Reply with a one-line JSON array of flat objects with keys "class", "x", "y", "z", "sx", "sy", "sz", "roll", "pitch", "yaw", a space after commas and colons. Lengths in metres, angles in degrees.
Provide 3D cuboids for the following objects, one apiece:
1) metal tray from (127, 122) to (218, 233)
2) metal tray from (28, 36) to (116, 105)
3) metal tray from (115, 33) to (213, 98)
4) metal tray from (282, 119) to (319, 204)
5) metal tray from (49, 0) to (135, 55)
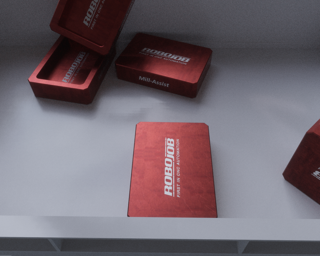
[{"class": "metal tray", "x": 0.014, "y": 0.051, "z": 0.359, "sx": 0.091, "sy": 0.030, "sz": 0.130, "roll": 1, "pitch": 50, "yaw": 1}, {"class": "metal tray", "x": -0.131, "y": -0.097, "z": 0.482, "sx": 0.090, "sy": 0.030, "sz": 0.130, "roll": 9, "pitch": 51, "yaw": 7}, {"class": "metal tray", "x": 0.007, "y": -0.101, "z": 0.487, "sx": 0.130, "sy": 0.030, "sz": 0.090, "roll": 17, "pitch": 52, "yaw": 13}, {"class": "metal tray", "x": 0.201, "y": 0.058, "z": 0.314, "sx": 0.030, "sy": 0.090, "sz": 0.130, "roll": -36, "pitch": 59, "yaw": -26}, {"class": "metal tray", "x": -0.089, "y": -0.181, "z": 0.443, "sx": 0.090, "sy": 0.129, "sz": 0.030, "roll": 26, "pitch": 12, "yaw": -6}]
